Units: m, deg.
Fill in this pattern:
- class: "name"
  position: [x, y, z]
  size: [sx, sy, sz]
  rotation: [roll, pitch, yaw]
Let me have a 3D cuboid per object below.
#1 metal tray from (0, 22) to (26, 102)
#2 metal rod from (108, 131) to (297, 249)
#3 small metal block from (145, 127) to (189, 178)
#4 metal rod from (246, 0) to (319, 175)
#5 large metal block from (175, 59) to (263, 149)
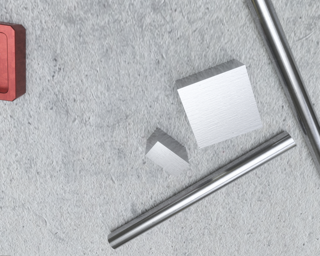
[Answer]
- class: "metal tray"
  position: [-0.233, -0.086, 0.371]
  size: [0.131, 0.030, 0.089]
  rotation: [8, 110, -4]
- class: "metal rod"
  position: [0.052, 0.094, 0.445]
  size: [0.300, 0.025, 0.025]
  rotation: [-33, 107, 11]
- class: "small metal block"
  position: [0.009, 0.031, 0.408]
  size: [0.050, 0.050, 0.025]
  rotation: [37, 106, -13]
- class: "metal rod"
  position: [0.180, -0.036, 0.399]
  size: [0.025, 0.025, 0.299]
  rotation: [-28, 108, 9]
- class: "large metal block"
  position: [0.072, -0.031, 0.386]
  size: [0.080, 0.050, 0.080]
  rotation: [-20, 109, 7]
